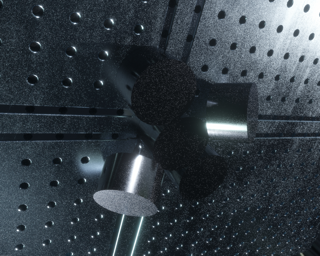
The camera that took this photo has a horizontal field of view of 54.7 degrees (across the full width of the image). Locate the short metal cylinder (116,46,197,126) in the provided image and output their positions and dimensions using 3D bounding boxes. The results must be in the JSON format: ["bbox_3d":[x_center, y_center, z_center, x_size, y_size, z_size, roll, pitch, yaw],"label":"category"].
[{"bbox_3d":[-0.005,-0.050,0.363,0.081,0.050,0.079,-14,125,-21],"label":"short metal cylinder"}]

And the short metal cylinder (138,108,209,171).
[{"bbox_3d":[0.017,0.010,0.412,0.081,0.050,0.079,-14,125,-21],"label":"short metal cylinder"}]

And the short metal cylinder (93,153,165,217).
[{"bbox_3d":[-0.038,0.074,0.394,0.080,0.050,0.080,8,145,6],"label":"short metal cylinder"}]

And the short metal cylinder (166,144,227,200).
[{"bbox_3d":[0.052,0.060,0.463,0.081,0.050,0.079,-14,125,-21],"label":"short metal cylinder"}]

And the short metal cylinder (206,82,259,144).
[{"bbox_3d":[0.098,-0.020,0.412,0.080,0.050,0.079,-14,106,-62],"label":"short metal cylinder"}]
